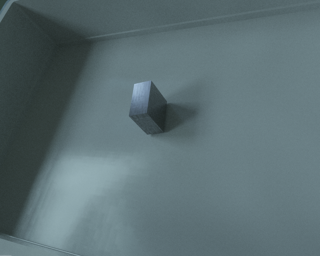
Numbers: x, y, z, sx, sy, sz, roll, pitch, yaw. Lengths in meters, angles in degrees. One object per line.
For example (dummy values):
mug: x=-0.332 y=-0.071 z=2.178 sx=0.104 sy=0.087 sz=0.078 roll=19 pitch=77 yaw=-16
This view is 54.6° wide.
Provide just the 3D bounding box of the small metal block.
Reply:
small metal block: x=-0.014 y=-0.026 z=0.410 sx=0.025 sy=0.050 sz=0.050 roll=-9 pitch=57 yaw=24
